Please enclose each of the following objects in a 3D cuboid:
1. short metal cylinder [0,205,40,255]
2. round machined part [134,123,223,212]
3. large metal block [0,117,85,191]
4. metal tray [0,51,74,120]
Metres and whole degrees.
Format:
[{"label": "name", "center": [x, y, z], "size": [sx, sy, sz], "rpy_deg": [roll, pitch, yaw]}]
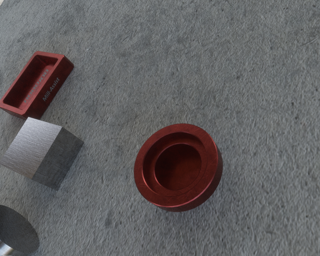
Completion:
[{"label": "short metal cylinder", "center": [-0.200, 0.143, 0.386], "size": [0.050, 0.080, 0.080], "rpy_deg": [-45, 51, -3]}, {"label": "round machined part", "center": [0.023, 0.047, 0.352], "size": [0.098, 0.042, 0.098], "rpy_deg": [-13, 56, 21]}, {"label": "large metal block", "center": [-0.173, 0.037, 0.456], "size": [0.080, 0.050, 0.080], "rpy_deg": [13, 68, 33]}, {"label": "metal tray", "center": [-0.226, -0.078, 0.566], "size": [0.090, 0.030, 0.130], "rpy_deg": [16, 70, 34]}]
